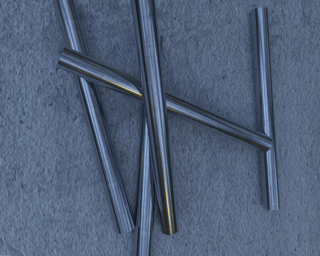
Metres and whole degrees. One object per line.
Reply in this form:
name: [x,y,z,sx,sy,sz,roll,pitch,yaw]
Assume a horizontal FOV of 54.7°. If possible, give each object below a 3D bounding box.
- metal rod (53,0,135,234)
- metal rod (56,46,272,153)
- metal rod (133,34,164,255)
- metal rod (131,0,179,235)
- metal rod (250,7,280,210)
metal rod: [-0.080,-0.016,0.379,0.025,0.025,0.298,-16,95,-19]
metal rod: [0.023,-0.027,0.391,0.302,0.025,0.025,21,83,-22]
metal rod: [-0.016,0.030,0.403,0.025,0.025,0.298,3,89,-20]
metal rod: [-0.003,-0.003,0.362,0.025,0.025,0.298,-14,112,-19]
metal rod: [0.159,-0.027,0.467,0.025,0.025,0.298,-5,92,-20]
